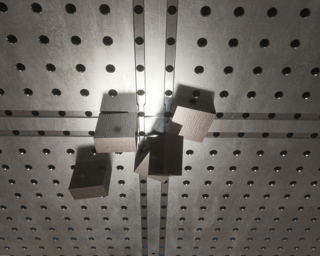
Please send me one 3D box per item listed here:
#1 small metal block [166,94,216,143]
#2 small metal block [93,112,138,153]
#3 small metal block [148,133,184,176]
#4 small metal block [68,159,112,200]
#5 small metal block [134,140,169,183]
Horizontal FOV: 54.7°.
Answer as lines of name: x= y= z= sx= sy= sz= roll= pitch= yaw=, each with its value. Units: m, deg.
small metal block: x=0.039 y=-0.011 z=0.403 sx=0.050 sy=0.025 sz=0.050 roll=12 pitch=129 yaw=-11
small metal block: x=-0.055 y=0.005 z=0.399 sx=0.050 sy=0.050 sz=0.025 roll=-1 pitch=130 yaw=1
small metal block: x=0.007 y=0.037 z=0.403 sx=0.025 sy=0.050 sz=0.050 roll=8 pitch=168 yaw=-22
small metal block: x=-0.102 y=0.076 z=0.458 sx=0.050 sy=0.050 sz=0.025 roll=-8 pitch=130 yaw=6
small metal block: x=-0.004 y=0.049 z=0.454 sx=0.050 sy=0.025 sz=0.050 roll=23 pitch=126 yaw=-19
